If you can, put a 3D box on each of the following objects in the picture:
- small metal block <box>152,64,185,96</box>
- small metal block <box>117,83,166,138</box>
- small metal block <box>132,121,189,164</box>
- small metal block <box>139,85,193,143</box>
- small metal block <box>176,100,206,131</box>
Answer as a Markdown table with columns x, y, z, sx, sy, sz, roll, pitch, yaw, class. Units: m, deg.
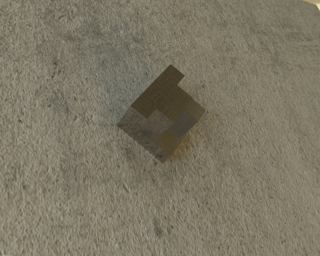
| x | y | z | sx | sy | sz | roll | pitch | yaw | class |
| --- | --- | --- | --- | --- | --- | --- | --- | --- | --- |
| 0.002 | -0.052 | 0.423 | 0.025 | 0.050 | 0.050 | 40 | 51 | -2 | small metal block |
| -0.023 | -0.021 | 0.391 | 0.025 | 0.050 | 0.050 | 40 | 51 | -2 | small metal block |
| 0.001 | 0.009 | 0.402 | 0.050 | 0.025 | 0.050 | 40 | 51 | -1 | small metal block |
| 0.007 | -0.017 | 0.372 | 0.025 | 0.050 | 0.050 | 40 | 51 | -2 | small metal block |
| 0.025 | -0.020 | 0.416 | 0.050 | 0.050 | 0.025 | 40 | 51 | -2 | small metal block |
